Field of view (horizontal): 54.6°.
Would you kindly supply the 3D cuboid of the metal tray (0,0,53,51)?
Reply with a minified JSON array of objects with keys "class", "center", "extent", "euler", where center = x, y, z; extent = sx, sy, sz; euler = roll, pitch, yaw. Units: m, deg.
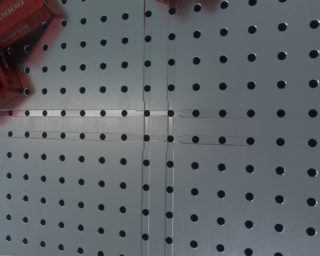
[{"class":"metal tray","center":[-0.245,-0.178,0.477],"extent":[0.130,0.030,0.090],"euler":[-34,79,-1]}]

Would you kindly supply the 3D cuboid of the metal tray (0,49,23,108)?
[{"class":"metal tray","center":[-0.292,-0.096,0.514],"extent":[0.090,0.030,0.130],"euler":[-29,81,17]}]
